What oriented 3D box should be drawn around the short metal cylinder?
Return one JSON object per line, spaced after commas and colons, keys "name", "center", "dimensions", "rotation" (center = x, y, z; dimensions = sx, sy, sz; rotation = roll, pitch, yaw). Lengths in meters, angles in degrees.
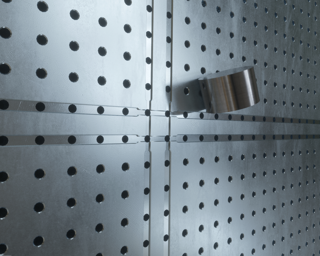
{"name": "short metal cylinder", "center": [0.101, -0.057, 0.457], "dimensions": [0.081, 0.080, 0.050], "rotation": [-24, 106, -37]}
